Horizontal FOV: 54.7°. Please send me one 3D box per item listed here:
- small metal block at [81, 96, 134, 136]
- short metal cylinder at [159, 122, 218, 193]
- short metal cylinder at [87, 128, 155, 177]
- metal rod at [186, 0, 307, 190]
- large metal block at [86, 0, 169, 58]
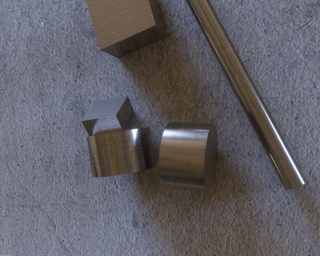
[{"bbox_3d":[-0.069,-0.016,0.417,0.050,0.050,0.025,-8,123,19],"label":"small metal block"},{"bbox_3d":[0.036,0.033,0.367,0.050,0.080,0.079,3,91,20],"label":"short metal cylinder"},{"bbox_3d":[-0.049,0.030,0.396,0.080,0.080,0.050,-9,89,20],"label":"short metal cylinder"},{"bbox_3d":[0.092,-0.068,0.376,0.025,0.025,0.299,-28,81,18],"label":"metal rod"},{"bbox_3d":[-0.044,-0.150,0.411,0.080,0.050,0.080,-19,84,19],"label":"large metal block"}]
